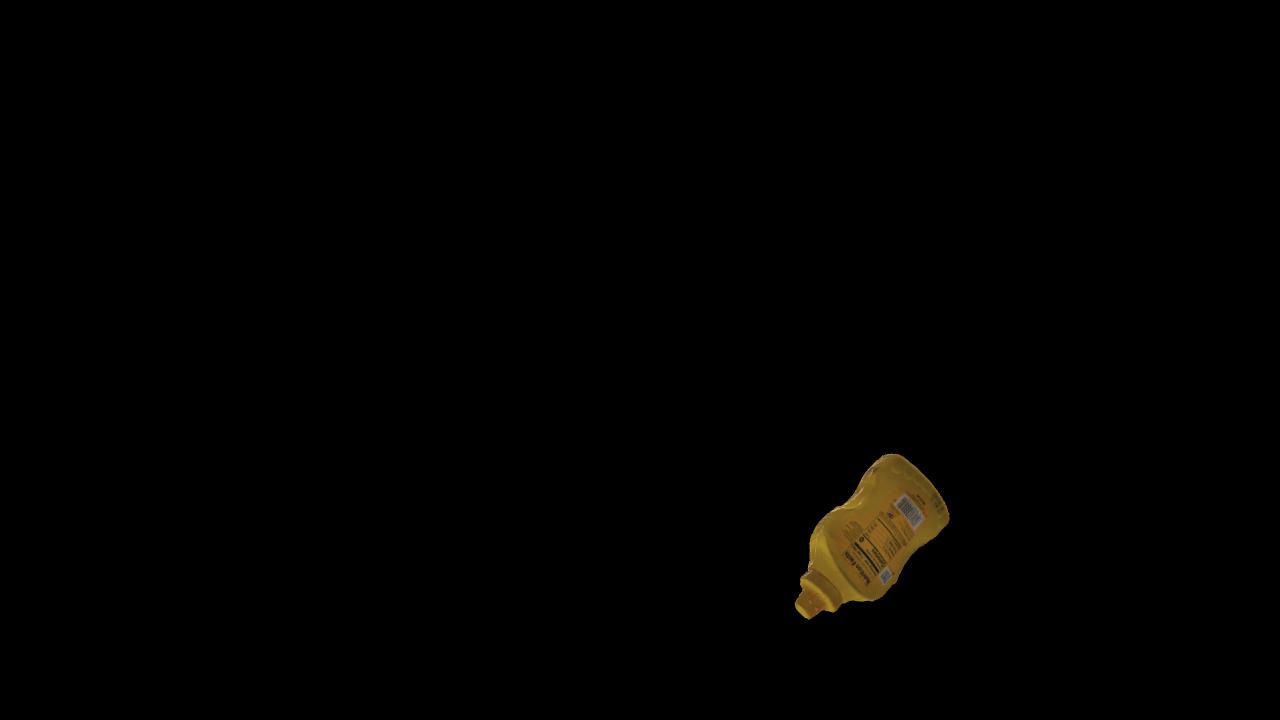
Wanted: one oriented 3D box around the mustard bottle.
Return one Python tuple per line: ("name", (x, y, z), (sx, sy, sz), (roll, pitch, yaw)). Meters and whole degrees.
("mustard bottle", (0.217, 0.182, 0.601), (0.184, 0.092, 0.054), (-39, 6, -19))
